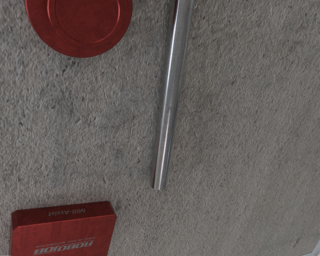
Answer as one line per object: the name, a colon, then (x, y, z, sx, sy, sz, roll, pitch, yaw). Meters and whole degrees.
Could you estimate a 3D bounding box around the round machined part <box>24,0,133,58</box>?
round machined part: (-0.071, -0.112, 0.287, 0.099, 0.042, 0.097, -14, 124, -21)

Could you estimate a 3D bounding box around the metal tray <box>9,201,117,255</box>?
metal tray: (-0.132, 0.150, 0.424, 0.131, 0.030, 0.089, 1, 118, -29)

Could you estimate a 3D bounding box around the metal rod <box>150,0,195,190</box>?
metal rod: (0.014, -0.047, 0.385, 0.025, 0.025, 0.298, -7, 122, -25)
